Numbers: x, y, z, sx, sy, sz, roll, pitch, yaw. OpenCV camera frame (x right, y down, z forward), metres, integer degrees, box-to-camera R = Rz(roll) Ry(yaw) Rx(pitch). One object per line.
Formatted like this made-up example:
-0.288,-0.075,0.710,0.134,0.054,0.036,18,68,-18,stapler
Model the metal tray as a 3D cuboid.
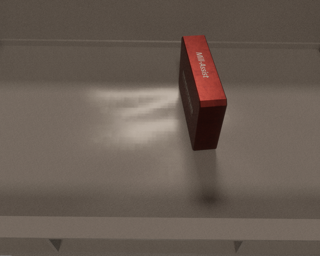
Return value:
0.050,-0.047,0.403,0.030,0.089,0.130,-5,50,-4,metal tray
